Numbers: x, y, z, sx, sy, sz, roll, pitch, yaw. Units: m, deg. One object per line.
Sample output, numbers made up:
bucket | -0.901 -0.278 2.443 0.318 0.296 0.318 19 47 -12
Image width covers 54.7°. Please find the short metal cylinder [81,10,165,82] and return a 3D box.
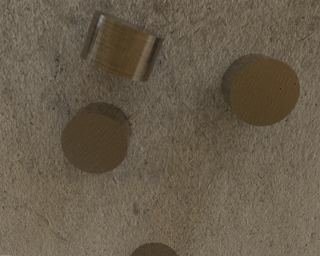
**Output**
short metal cylinder | -0.041 -0.091 0.346 0.080 0.080 0.050 21 109 -8

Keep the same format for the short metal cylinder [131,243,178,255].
short metal cylinder | -0.009 0.227 0.480 0.081 0.050 0.079 0 110 0

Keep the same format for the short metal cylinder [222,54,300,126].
short metal cylinder | 0.120 -0.048 0.380 0.081 0.050 0.079 0 110 0

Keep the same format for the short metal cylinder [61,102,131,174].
short metal cylinder | -0.080 0.012 0.400 0.081 0.050 0.079 0 110 0
